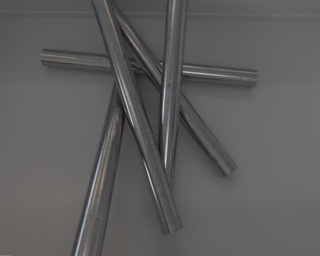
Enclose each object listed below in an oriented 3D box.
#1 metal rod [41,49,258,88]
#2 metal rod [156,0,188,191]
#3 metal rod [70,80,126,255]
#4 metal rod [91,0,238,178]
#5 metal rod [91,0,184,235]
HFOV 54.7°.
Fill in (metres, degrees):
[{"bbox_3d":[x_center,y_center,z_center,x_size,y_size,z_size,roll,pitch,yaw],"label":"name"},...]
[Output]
[{"bbox_3d":[-0.016,-0.085,0.440,0.302,0.025,0.025,6,70,2],"label":"metal rod"},{"bbox_3d":[0.015,-0.073,0.373,0.025,0.025,0.298,4,94,1],"label":"metal rod"},{"bbox_3d":[-0.057,0.038,0.326,0.025,0.025,0.300,2,43,1],"label":"metal rod"},{"bbox_3d":[0.001,-0.064,0.410,0.025,0.025,0.299,-34,82,-12],"label":"metal rod"},{"bbox_3d":[-0.031,-0.024,0.374,0.025,0.025,0.299,-17,79,-6],"label":"metal rod"}]
